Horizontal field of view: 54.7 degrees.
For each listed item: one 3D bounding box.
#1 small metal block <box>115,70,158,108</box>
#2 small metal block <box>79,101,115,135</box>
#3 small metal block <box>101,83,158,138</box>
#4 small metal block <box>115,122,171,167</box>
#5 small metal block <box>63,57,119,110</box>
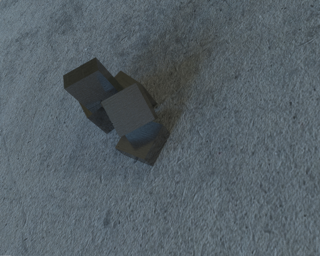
[{"bbox_3d":[-0.037,-0.048,0.437,0.025,0.050,0.050,-49,52,-6],"label":"small metal block"},{"bbox_3d":[-0.089,-0.025,0.450,0.025,0.050,0.050,-38,51,2],"label":"small metal block"},{"bbox_3d":[-0.037,-0.022,0.389,0.050,0.025,0.050,-28,90,10],"label":"small metal block"},{"bbox_3d":[-0.022,0.017,0.405,0.050,0.025,0.050,17,71,34],"label":"small metal block"},{"bbox_3d":[-0.089,-0.057,0.405,0.050,0.050,0.025,-26,53,12],"label":"small metal block"}]
